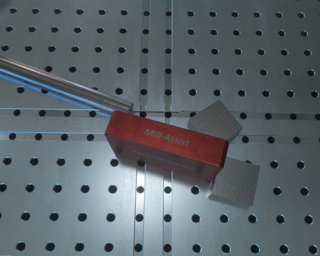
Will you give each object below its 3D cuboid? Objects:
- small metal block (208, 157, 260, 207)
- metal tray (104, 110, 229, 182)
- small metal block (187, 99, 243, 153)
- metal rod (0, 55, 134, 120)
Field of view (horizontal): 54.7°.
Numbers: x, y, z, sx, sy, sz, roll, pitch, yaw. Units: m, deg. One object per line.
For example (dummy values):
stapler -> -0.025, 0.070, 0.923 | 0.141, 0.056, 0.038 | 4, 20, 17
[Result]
small metal block -> 0.093, 0.067, 0.388 | 0.050, 0.025, 0.050 | 16, 71, 5
metal tray -> 0.007, 0.025, 0.368 | 0.131, 0.090, 0.030 | 15, 71, 5
small metal block -> 0.073, -0.002, 0.413 | 0.050, 0.025, 0.050 | -33, 74, -12
metal rod -> -0.181, -0.074, 0.436 | 0.301, 0.025, 0.025 | 20, 71, 7
